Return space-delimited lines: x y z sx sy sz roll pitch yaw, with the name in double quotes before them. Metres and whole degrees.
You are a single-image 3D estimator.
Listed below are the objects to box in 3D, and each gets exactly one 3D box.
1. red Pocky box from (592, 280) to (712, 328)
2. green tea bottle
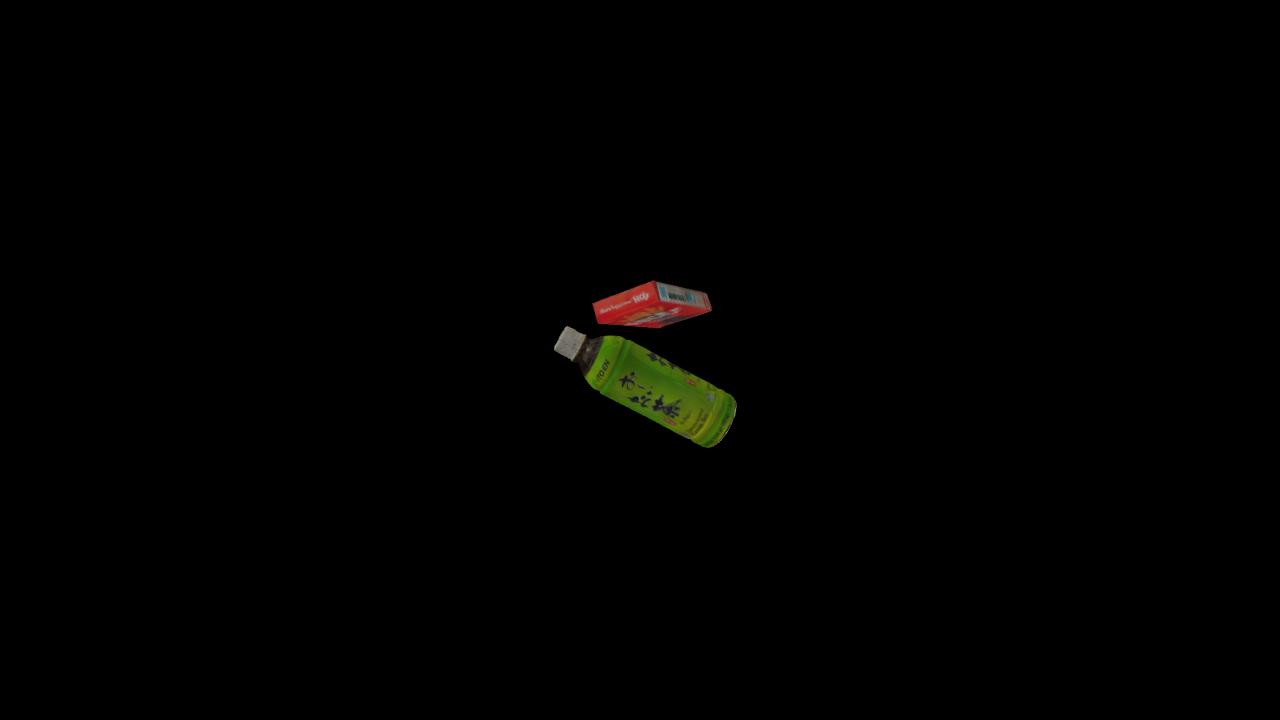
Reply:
"red Pocky box" 0.018 -0.063 0.733 0.083 0.028 0.155 -16 -7 28
"green tea bottle" 0.003 0.025 0.691 0.212 0.073 0.073 26 -5 -10
